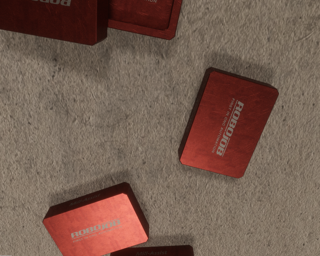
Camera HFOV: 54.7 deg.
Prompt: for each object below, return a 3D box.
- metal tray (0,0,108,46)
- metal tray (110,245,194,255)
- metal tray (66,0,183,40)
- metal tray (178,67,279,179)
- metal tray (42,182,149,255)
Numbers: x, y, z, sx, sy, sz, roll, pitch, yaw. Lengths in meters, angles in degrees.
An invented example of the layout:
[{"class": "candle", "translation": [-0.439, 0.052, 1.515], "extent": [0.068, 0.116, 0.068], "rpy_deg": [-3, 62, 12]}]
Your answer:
[{"class": "metal tray", "translation": [-0.122, -0.145, 0.329], "extent": [0.131, 0.030, 0.089], "rpy_deg": [12, 119, 9]}, {"class": "metal tray", "translation": [-0.011, 0.235, 0.494], "extent": [0.131, 0.030, 0.089], "rpy_deg": [-3, 110, 0]}, {"class": "metal tray", "translation": [-0.039, -0.157, 0.348], "extent": [0.131, 0.030, 0.089], "rpy_deg": [11, 110, -5]}, {"class": "metal tray", "translation": [0.086, -0.005, 0.407], "extent": [0.091, 0.030, 0.129], "rpy_deg": [15, 109, -6]}, {"class": "metal tray", "translation": [-0.092, 0.142, 0.458], "extent": [0.131, 0.030, 0.090], "rpy_deg": [-20, 109, 6]}]
